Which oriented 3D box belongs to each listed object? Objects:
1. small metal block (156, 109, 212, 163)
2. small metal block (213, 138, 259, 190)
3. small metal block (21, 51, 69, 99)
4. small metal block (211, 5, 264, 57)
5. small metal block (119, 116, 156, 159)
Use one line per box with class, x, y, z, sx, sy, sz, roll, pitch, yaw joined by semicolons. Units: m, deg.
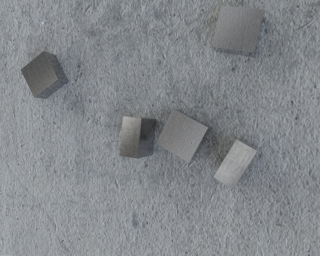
small metal block;0.031;0.009;0.398;0.050;0.025;0.050;30;100;17
small metal block;0.091;0.040;0.364;0.025;0.050;0.050;32;100;17
small metal block;-0.175;-0.080;0.471;0.050;0.025;0.050;-32;80;17
small metal block;0.095;-0.117;0.375;0.050;0.025;0.050;14;95;19
small metal block;-0.028;0.011;0.406;0.025;0.050;0.050;7;92;20
